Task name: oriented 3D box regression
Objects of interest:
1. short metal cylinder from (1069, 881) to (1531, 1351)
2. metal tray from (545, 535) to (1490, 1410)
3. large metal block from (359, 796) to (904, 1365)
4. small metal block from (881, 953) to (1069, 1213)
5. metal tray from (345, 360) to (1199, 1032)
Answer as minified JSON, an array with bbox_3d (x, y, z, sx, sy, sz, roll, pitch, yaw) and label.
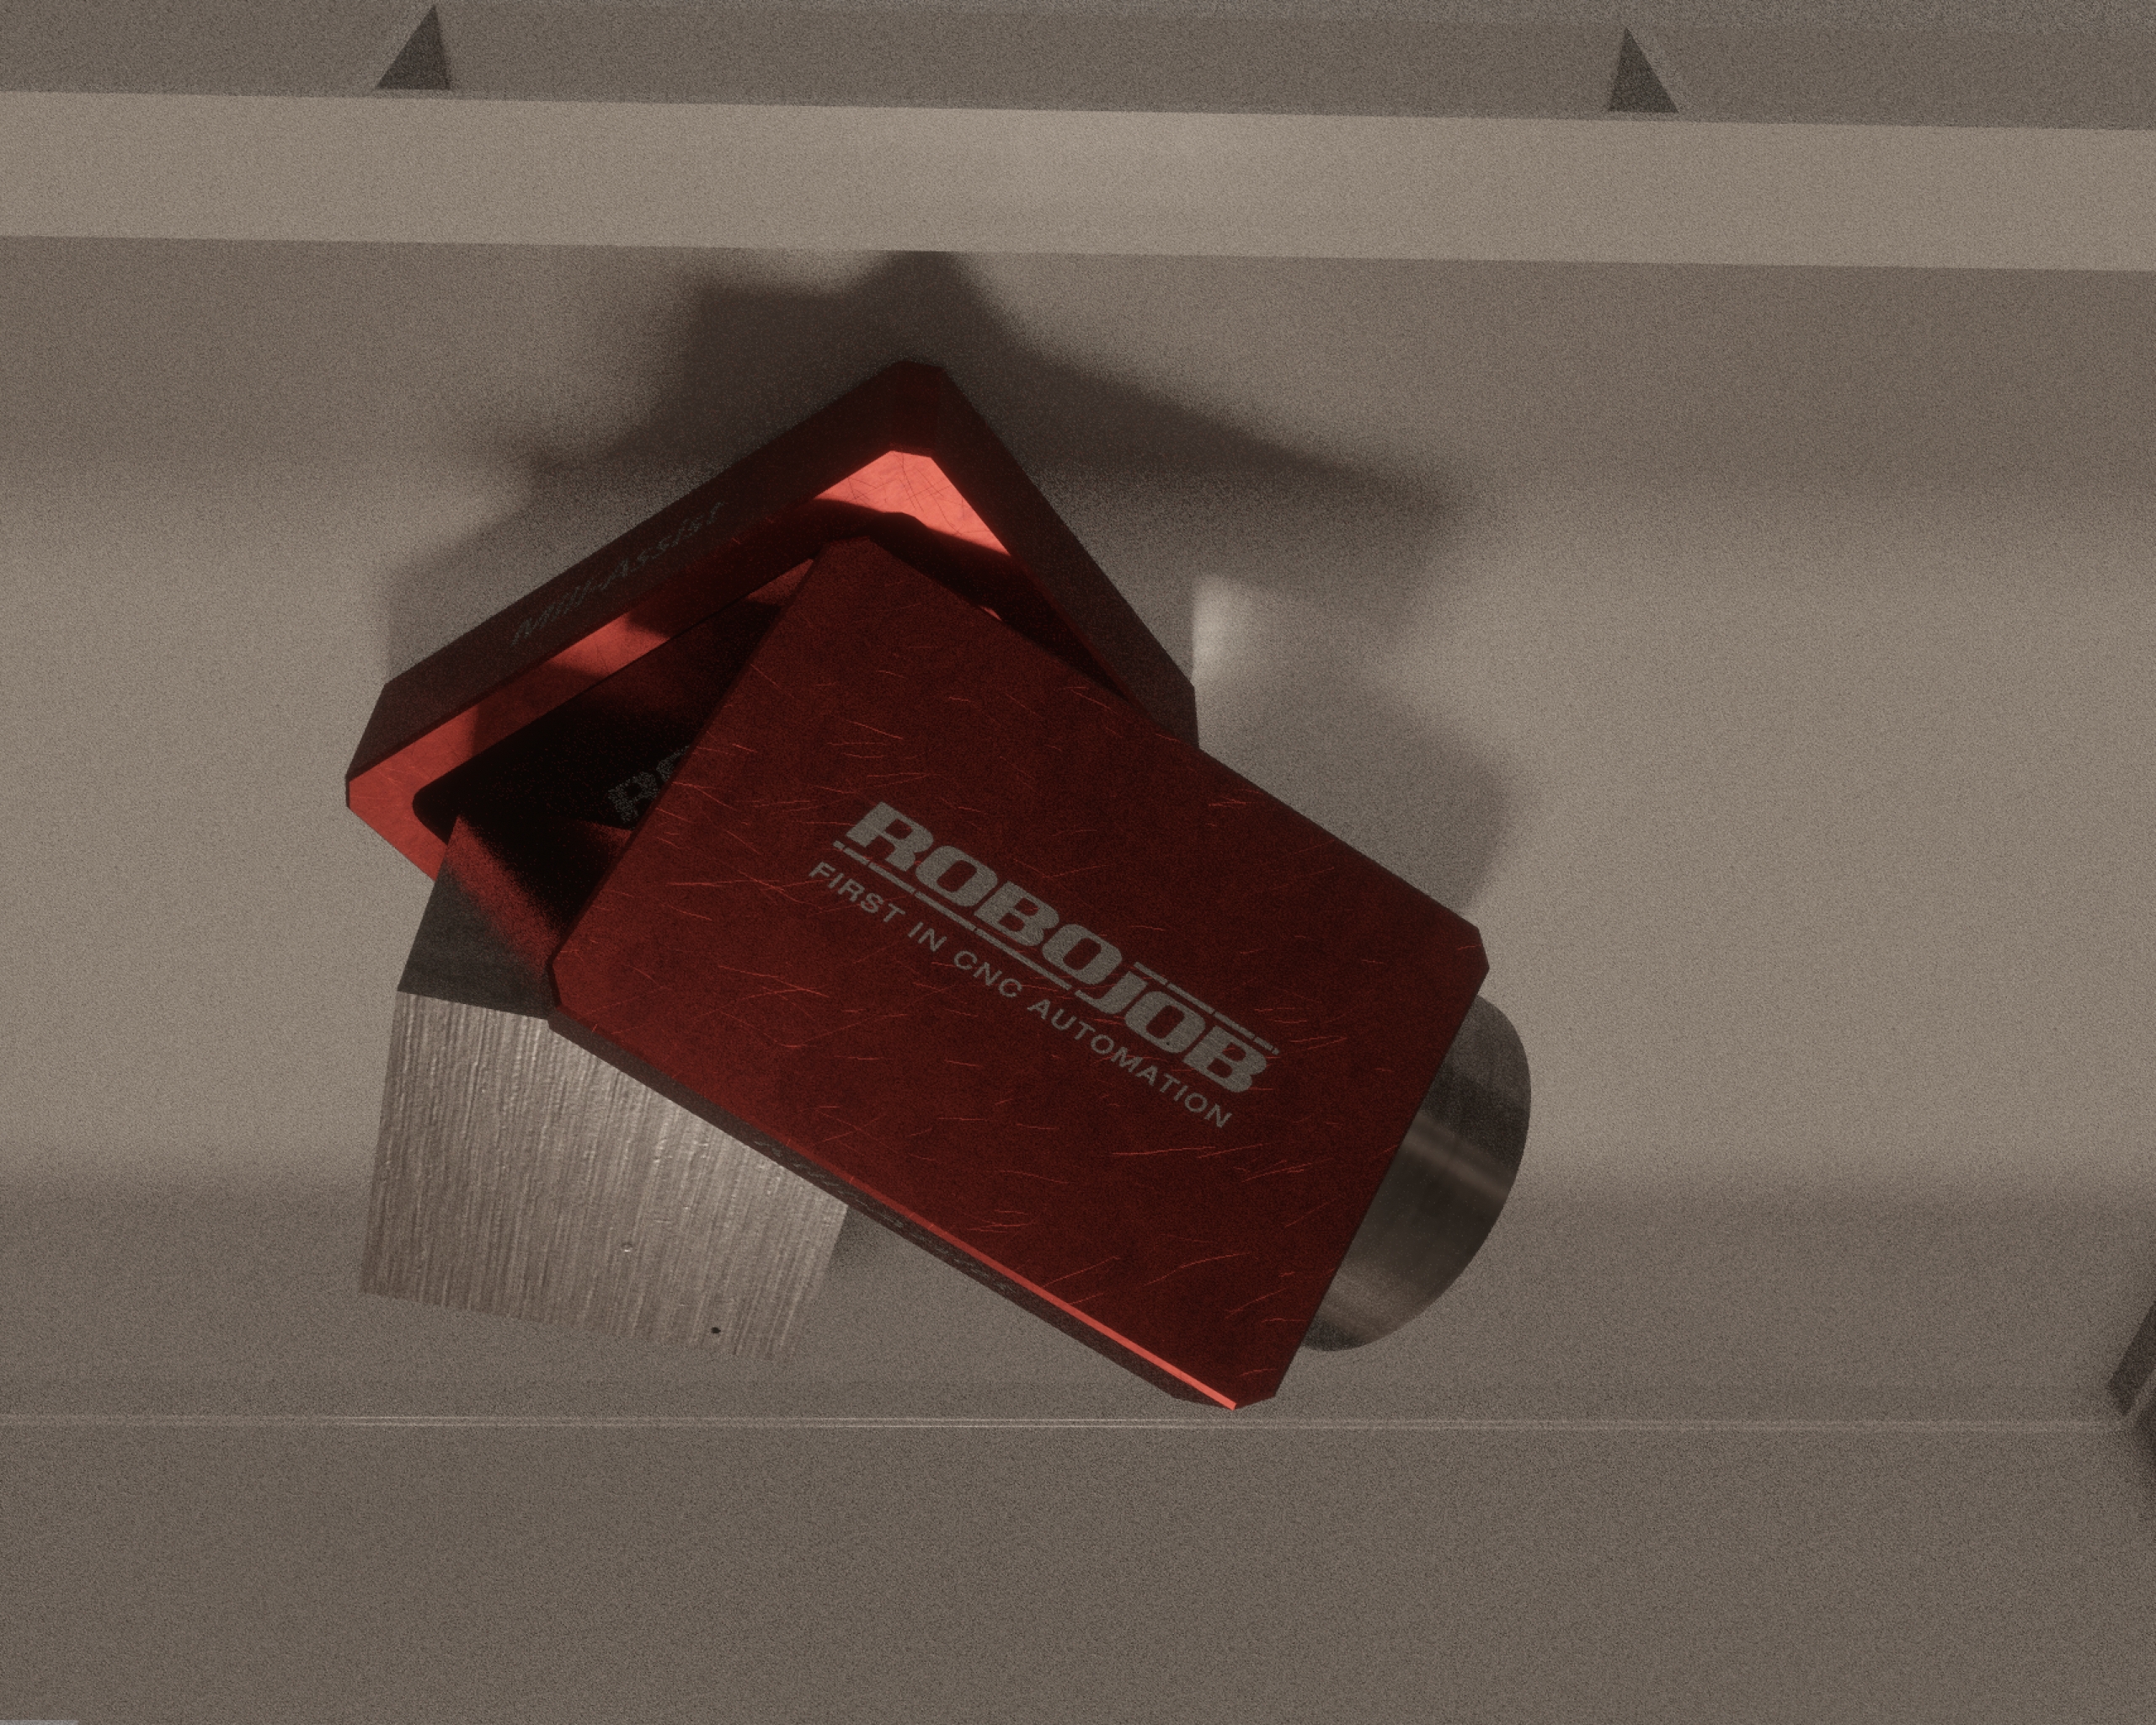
[{"bbox_3d":[0.042,0.050,0.415,0.050,0.080,0.080,32,123,-25],"label":"short metal cylinder"},{"bbox_3d":[-0.008,0.019,0.342,0.130,0.090,0.030,32,162,-8],"label":"metal tray"},{"bbox_3d":[-0.081,0.042,0.383,0.081,0.050,0.079,13,129,-11],"label":"large metal block"},{"bbox_3d":[-0.026,0.048,0.448,0.050,0.025,0.050,-23,127,18],"label":"small metal block"},{"bbox_3d":[-0.055,-0.022,0.384,0.130,0.030,0.090,-27,126,21],"label":"metal tray"}]
